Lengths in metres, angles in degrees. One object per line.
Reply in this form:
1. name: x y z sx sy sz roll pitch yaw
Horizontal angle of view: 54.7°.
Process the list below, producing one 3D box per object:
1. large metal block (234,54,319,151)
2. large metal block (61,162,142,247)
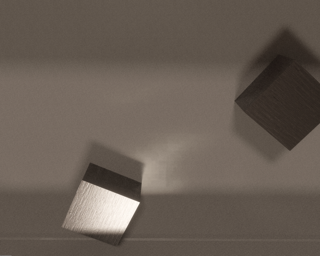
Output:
1. large metal block: 0.156 -0.032 0.388 0.080 0.050 0.080 38 105 -13
2. large metal block: -0.080 0.107 0.436 0.080 0.050 0.080 24 108 -9
